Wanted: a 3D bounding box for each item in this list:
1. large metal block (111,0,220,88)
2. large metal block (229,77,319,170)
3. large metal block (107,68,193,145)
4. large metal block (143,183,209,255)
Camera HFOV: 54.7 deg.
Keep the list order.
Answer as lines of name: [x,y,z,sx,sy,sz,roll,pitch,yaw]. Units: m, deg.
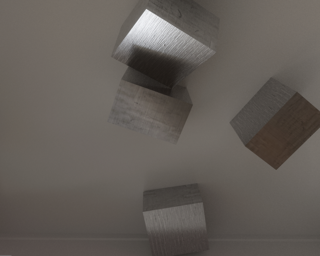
large metal block: [0.005,-0.097,0.334,0.080,0.050,0.080,25,147,-22]
large metal block: [0.140,-0.009,0.381,0.050,0.080,0.080,36,106,-13]
large metal block: [-0.011,-0.030,0.371,0.080,0.080,0.050,19,109,-7]
large metal block: [0.023,0.133,0.446,0.080,0.050,0.079,-10,110,1]
